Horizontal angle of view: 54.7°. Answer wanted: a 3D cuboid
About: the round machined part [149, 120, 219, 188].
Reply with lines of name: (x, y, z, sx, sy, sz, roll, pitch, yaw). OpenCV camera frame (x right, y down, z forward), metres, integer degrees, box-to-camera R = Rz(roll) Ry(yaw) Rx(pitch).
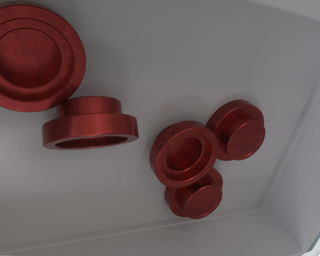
round machined part: (0.030, 0.032, 0.433, 0.099, 0.042, 0.097, -14, 124, -21)

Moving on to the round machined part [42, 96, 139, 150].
round machined part: (-0.074, -0.005, 0.331, 0.099, 0.098, 0.042, -2, 79, -28)

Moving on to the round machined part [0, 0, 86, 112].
round machined part: (-0.123, -0.067, 0.289, 0.099, 0.042, 0.097, -14, 124, -21)

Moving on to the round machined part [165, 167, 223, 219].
round machined part: (0.060, 0.106, 0.496, 0.099, 0.042, 0.097, -14, 124, -21)

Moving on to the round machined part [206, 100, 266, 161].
round machined part: (0.119, 0.010, 0.468, 0.099, 0.042, 0.097, -14, 124, -21)
